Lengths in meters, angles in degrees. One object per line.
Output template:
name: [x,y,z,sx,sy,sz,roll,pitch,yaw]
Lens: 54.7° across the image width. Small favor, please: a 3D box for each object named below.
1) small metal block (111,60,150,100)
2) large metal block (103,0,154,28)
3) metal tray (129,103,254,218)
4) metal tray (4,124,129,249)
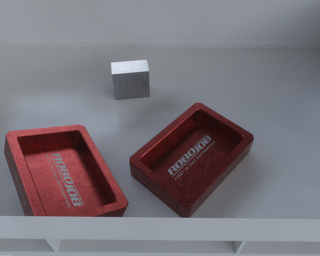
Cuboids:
small metal block: [-0.042,-0.069,0.446,0.050,0.050,0.025,-6,51,-6]
large metal block: [-0.056,-0.236,0.589,0.080,0.050,0.080,4,50,3]
metal tray: [0.039,0.032,0.374,0.090,0.030,0.131,35,58,25]
metal tray: [-0.104,0.053,0.334,0.091,0.030,0.130,-7,46,-38]
